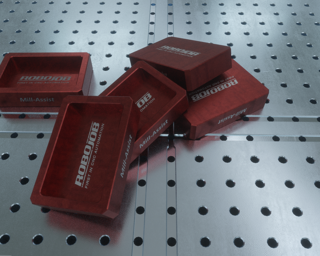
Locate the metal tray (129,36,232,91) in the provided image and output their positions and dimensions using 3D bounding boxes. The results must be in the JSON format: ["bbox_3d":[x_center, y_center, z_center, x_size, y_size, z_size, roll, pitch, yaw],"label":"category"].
[{"bbox_3d":[0.028,-0.100,0.458,0.091,0.030,0.130,-32,38,-29],"label":"metal tray"}]

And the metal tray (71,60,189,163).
[{"bbox_3d":[-0.038,-0.018,0.397,0.130,0.030,0.090,-44,61,-13],"label":"metal tray"}]

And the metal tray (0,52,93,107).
[{"bbox_3d":[-0.174,-0.074,0.466,0.131,0.030,0.090,0,50,-1],"label":"metal tray"}]

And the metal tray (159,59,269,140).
[{"bbox_3d":[0.076,-0.046,0.444,0.131,0.030,0.090,-24,54,-19],"label":"metal tray"}]

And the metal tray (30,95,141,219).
[{"bbox_3d":[-0.079,0.027,0.345,0.090,0.030,0.130,3,66,17],"label":"metal tray"}]
